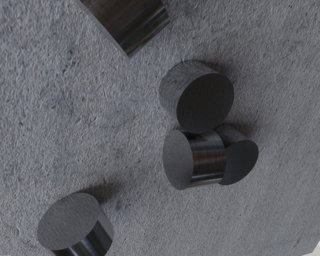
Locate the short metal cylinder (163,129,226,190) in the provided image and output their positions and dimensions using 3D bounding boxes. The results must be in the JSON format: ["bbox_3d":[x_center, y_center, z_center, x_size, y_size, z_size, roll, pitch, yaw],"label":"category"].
[{"bbox_3d":[0.044,0.041,0.421,0.050,0.080,0.079,-3,120,-27],"label":"short metal cylinder"}]

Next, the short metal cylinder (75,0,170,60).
[{"bbox_3d":[-0.036,-0.109,0.284,0.050,0.080,0.080,-42,129,1],"label":"short metal cylinder"}]

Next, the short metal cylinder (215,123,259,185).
[{"bbox_3d":[0.101,0.039,0.470,0.081,0.050,0.079,-14,124,-21],"label":"short metal cylinder"}]

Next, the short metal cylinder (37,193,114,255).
[{"bbox_3d":[-0.106,0.130,0.394,0.080,0.080,0.050,-28,128,-11],"label":"short metal cylinder"}]

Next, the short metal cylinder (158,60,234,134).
[{"bbox_3d":[0.045,-0.040,0.390,0.081,0.050,0.079,-14,124,-21],"label":"short metal cylinder"}]
